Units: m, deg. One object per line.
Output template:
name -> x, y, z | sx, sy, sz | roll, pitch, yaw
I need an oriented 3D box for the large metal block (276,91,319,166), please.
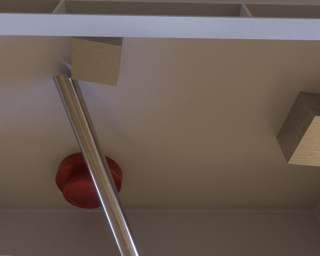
large metal block -> 0.211, 0.004, 0.399 | 0.081, 0.050, 0.079 | 6, 130, -6

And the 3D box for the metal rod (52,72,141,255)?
metal rod -> -0.071, 0.075, 0.398 | 0.025, 0.025, 0.298 | -14, 107, 11

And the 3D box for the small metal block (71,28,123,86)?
small metal block -> -0.069, -0.078, 0.342 | 0.050, 0.025, 0.050 | 8, 130, -8

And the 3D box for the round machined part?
round machined part -> -0.108, 0.086, 0.469 | 0.099, 0.042, 0.097 | -1, 130, 0
